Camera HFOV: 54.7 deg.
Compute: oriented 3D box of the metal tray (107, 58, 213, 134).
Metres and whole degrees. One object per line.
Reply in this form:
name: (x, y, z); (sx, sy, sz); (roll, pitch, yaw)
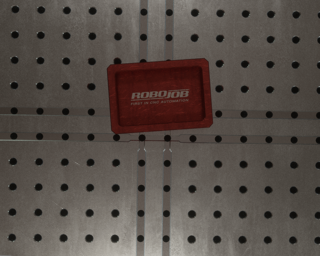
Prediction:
metal tray: (0.000, -0.041, 0.410); (0.131, 0.030, 0.089); (-4, 90, -1)
